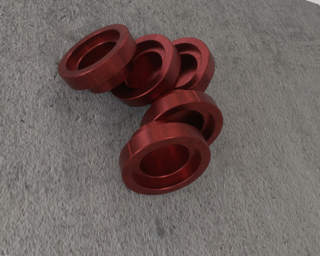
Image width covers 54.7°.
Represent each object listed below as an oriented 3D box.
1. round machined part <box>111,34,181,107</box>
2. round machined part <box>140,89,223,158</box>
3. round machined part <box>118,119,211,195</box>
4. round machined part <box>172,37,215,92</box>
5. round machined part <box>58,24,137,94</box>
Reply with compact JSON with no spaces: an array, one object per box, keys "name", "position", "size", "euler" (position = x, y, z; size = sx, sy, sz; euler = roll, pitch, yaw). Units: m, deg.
[{"name":"round machined part","position":[-0.016,-0.070,0.403],"size":[0.042,0.098,0.098],"euler":[40,40,-48]},{"name":"round machined part","position":[0.023,-0.008,0.378],"size":[0.099,0.097,0.042],"euler":[4,42,-26]},{"name":"round machined part","position":[0.003,0.029,0.344],"size":[0.099,0.097,0.042],"euler":[5,41,-26]},{"name":"round machined part","position":[0.031,-0.074,0.431],"size":[0.042,0.098,0.098],"euler":[41,39,-49]},{"name":"round machined part","position":[-0.071,-0.080,0.380],"size":[0.042,0.098,0.098],"euler":[56,39,-40]}]
